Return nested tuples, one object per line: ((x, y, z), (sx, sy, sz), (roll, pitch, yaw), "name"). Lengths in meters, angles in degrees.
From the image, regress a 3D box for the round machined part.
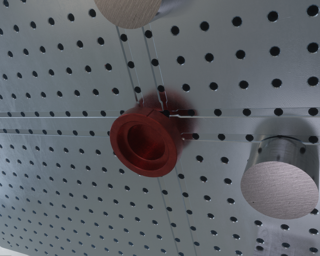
((-0.015, 0.015, 0.417), (0.098, 0.042, 0.097), (13, 124, 21), "round machined part")

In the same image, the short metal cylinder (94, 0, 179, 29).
((-0.023, -0.147, 0.316), (0.080, 0.050, 0.079), (13, 124, 21), "short metal cylinder")

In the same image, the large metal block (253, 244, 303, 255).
((0.172, 0.223, 0.442), (0.080, 0.050, 0.079), (7, 122, 25), "large metal block")

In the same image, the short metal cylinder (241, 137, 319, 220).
((0.139, 0.058, 0.358), (0.080, 0.050, 0.079), (13, 124, 21), "short metal cylinder")
